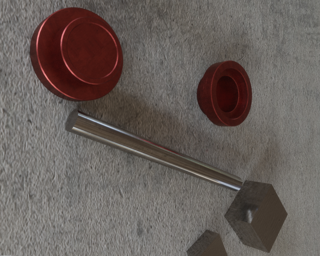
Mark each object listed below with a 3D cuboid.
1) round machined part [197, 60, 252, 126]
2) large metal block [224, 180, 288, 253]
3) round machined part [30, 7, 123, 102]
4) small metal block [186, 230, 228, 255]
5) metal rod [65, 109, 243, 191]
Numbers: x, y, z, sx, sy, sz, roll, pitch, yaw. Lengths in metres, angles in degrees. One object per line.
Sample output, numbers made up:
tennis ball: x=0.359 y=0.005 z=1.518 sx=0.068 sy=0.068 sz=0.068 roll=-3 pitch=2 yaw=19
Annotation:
round machined part: x=0.094 y=-0.051 z=0.473 sx=0.099 sy=0.042 sz=0.097 roll=0 pitch=90 yaw=-40
large metal block: x=0.165 y=0.149 z=0.527 sx=0.080 sy=0.050 sz=0.080 roll=-49 pitch=119 yaw=-29
round machined part: x=-0.080 y=-0.078 z=0.327 sx=0.099 sy=0.042 sz=0.097 roll=0 pitch=90 yaw=-40
small metal block: x=0.073 y=0.192 z=0.466 sx=0.050 sy=0.025 sz=0.050 roll=-34 pitch=111 yaw=-35
metal rod: x=0.016 y=0.042 z=0.417 sx=0.302 sy=0.025 sz=0.025 roll=25 pitch=75 yaw=-37
